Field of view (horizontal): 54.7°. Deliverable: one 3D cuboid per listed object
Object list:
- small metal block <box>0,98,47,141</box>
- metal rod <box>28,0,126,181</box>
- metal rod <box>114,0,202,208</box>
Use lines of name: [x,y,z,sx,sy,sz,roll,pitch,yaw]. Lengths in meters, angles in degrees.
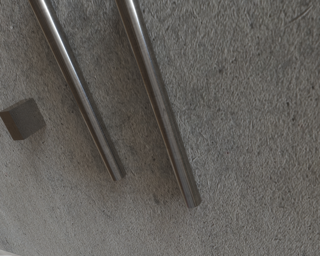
small metal block: [-0.218,-0.015,0.494,0.025,0.050,0.050,-4,116,30]
metal rod: [-0.112,-0.055,0.429,0.025,0.025,0.298,-7,116,31]
metal rod: [0.003,-0.023,0.389,0.025,0.025,0.298,-5,116,30]
